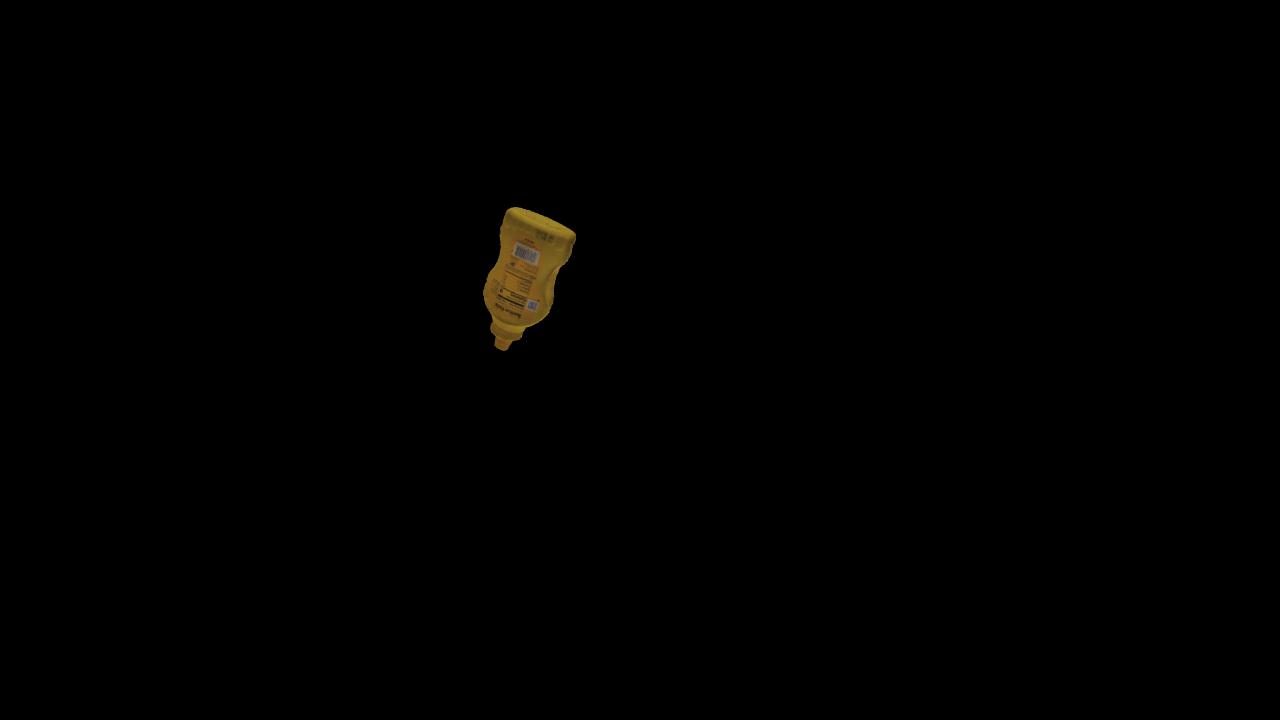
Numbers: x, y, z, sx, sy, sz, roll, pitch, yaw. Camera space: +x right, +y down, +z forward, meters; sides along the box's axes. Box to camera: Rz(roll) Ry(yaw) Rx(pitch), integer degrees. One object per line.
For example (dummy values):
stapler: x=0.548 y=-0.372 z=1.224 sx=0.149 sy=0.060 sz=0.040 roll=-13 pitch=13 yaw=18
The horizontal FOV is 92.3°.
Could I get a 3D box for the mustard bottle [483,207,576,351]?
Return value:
mustard bottle: x=-0.152 y=-0.093 z=0.785 sx=0.092 sy=0.184 sz=0.054 roll=22 pitch=23 yaw=-3
